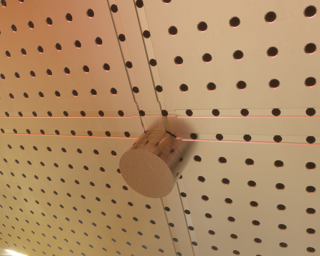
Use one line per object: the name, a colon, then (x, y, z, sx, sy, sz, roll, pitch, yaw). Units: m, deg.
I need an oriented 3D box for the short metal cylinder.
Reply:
short metal cylinder: (-0.009, 0.050, 0.429, 0.080, 0.050, 0.079, 13, 124, 20)
